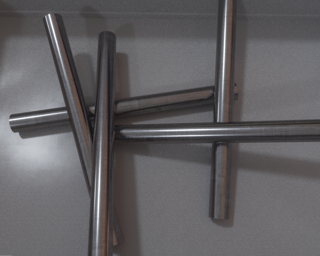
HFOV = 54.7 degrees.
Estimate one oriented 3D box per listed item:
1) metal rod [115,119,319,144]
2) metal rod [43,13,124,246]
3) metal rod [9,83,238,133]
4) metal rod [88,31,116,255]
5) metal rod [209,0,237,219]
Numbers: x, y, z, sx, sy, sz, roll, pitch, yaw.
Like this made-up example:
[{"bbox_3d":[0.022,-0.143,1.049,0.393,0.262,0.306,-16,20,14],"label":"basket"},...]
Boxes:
[{"bbox_3d":[0.061,0.006,0.368,0.301,0.025,0.025,-1,69,15],"label":"metal rod"},{"bbox_3d":[-0.098,-0.005,0.386,0.025,0.025,0.299,-17,80,-6],"label":"metal rod"},{"bbox_3d":[-0.045,-0.028,0.419,0.302,0.025,0.025,-9,70,-3],"label":"metal rod"},{"bbox_3d":[-0.067,0.005,0.374,0.025,0.025,0.299,-3,64,-1],"label":"metal rod"},{"bbox_3d":[0.082,-0.038,0.399,0.025,0.025,0.299,4,79,1],"label":"metal rod"}]
